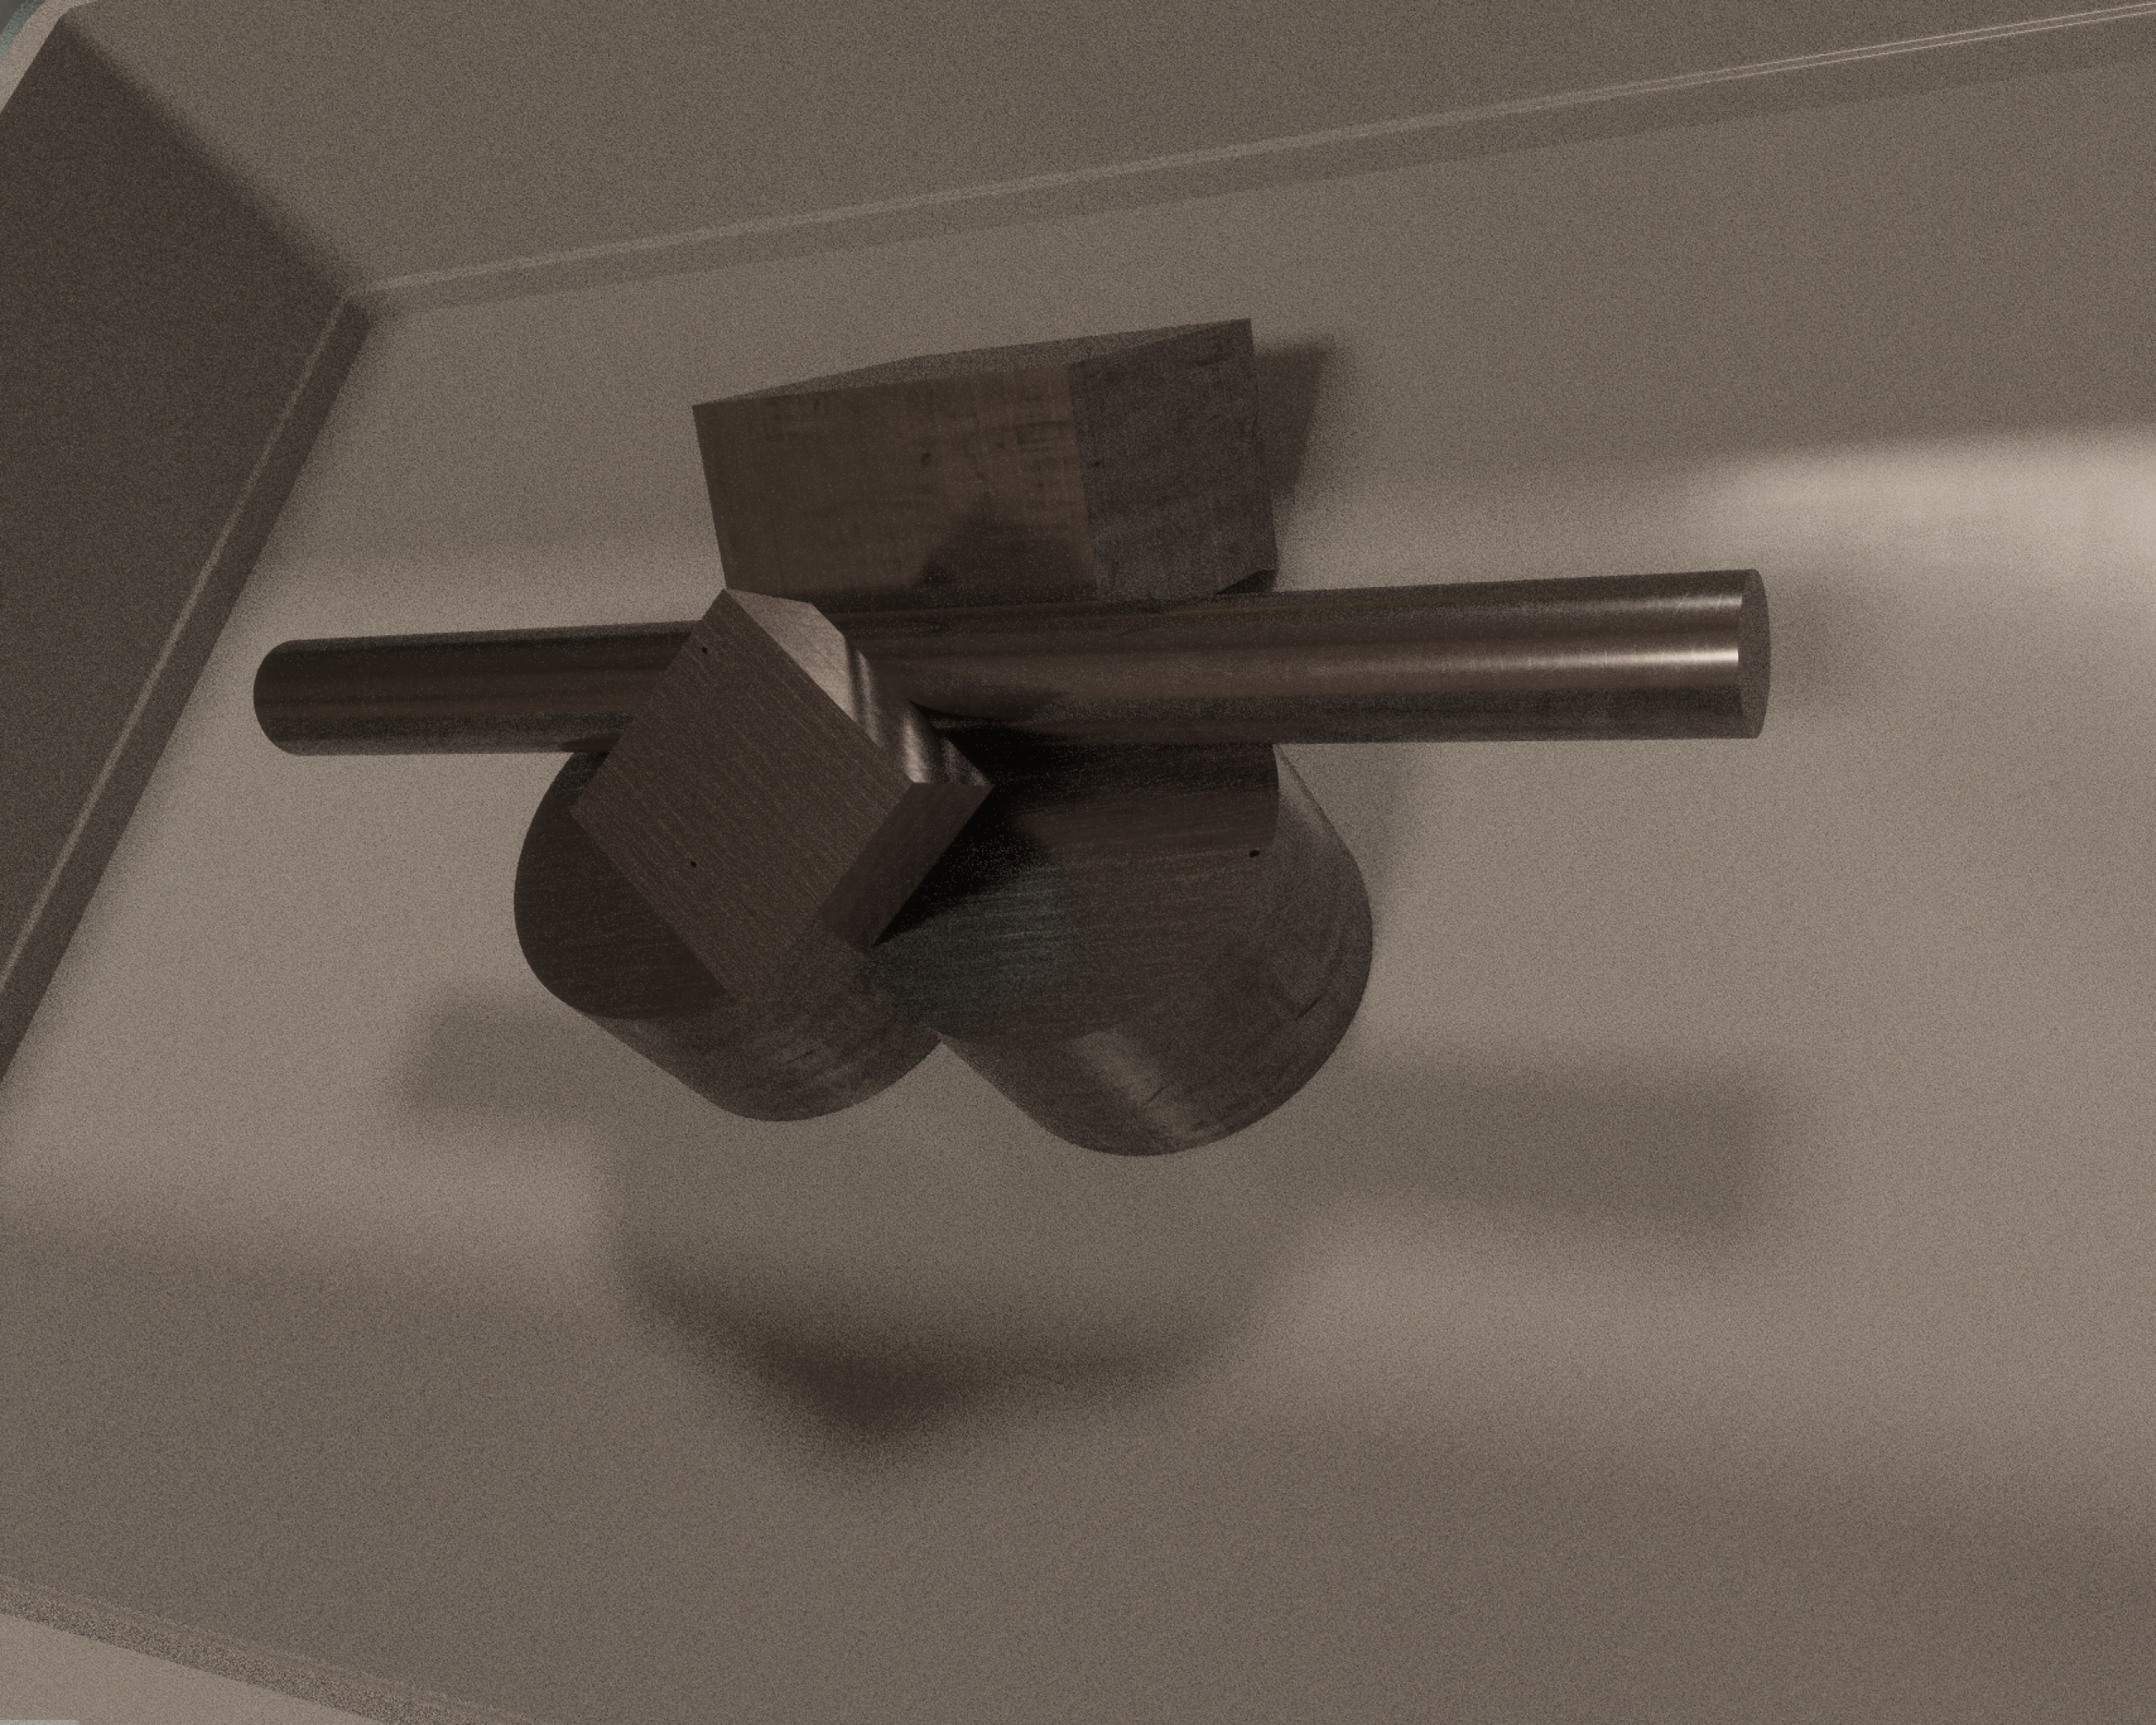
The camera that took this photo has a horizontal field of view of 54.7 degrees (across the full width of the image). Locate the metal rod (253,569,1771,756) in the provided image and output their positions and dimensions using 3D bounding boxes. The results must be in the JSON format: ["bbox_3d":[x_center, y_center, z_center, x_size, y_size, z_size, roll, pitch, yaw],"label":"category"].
[{"bbox_3d":[-0.033,-0.033,0.376,0.300,0.025,0.025,1,62,28],"label":"metal rod"}]

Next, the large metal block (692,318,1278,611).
[{"bbox_3d":[-0.015,-0.074,0.414,0.080,0.050,0.080,1,19,28],"label":"large metal block"}]

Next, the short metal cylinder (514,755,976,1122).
[{"bbox_3d":[-0.064,0.005,0.417,0.080,0.050,0.080,-13,56,20],"label":"short metal cylinder"}]

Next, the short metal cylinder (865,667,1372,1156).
[{"bbox_3d":[0.007,0.007,0.379,0.080,0.050,0.080,-13,56,20],"label":"short metal cylinder"}]

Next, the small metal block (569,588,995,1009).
[{"bbox_3d":[-0.051,-0.011,0.358,0.050,0.025,0.050,45,109,20],"label":"small metal block"}]
